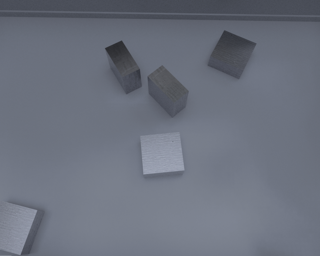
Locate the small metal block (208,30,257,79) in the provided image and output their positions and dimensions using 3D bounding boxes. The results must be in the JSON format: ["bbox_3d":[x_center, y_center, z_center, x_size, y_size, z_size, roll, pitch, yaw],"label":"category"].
[{"bbox_3d":[0.104,-0.106,0.450,0.050,0.025,0.050,26,72,8],"label":"small metal block"}]

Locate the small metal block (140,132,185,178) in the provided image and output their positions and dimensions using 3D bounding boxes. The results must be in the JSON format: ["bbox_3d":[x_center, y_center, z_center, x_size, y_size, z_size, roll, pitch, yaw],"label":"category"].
[{"bbox_3d":[0.002,0.035,0.397,0.050,0.025,0.050,-5,70,-3],"label":"small metal block"}]

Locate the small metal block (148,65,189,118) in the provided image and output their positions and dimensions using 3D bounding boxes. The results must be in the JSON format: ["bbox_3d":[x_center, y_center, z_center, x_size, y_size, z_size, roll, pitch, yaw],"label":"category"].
[{"bbox_3d":[0.010,-0.048,0.414,0.025,0.050,0.050,-40,75,-13],"label":"small metal block"}]

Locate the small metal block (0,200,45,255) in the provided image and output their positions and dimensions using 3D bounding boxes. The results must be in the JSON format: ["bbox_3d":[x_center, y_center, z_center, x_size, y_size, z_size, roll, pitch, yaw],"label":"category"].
[{"bbox_3d":[-0.173,0.117,0.365,0.050,0.025,0.050,13,70,4],"label":"small metal block"}]

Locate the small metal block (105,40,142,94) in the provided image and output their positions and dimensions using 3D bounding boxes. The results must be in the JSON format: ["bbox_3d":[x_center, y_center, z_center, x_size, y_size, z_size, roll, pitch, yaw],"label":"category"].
[{"bbox_3d":[-0.049,-0.082,0.426,0.025,0.050,0.050,-28,73,-10],"label":"small metal block"}]
